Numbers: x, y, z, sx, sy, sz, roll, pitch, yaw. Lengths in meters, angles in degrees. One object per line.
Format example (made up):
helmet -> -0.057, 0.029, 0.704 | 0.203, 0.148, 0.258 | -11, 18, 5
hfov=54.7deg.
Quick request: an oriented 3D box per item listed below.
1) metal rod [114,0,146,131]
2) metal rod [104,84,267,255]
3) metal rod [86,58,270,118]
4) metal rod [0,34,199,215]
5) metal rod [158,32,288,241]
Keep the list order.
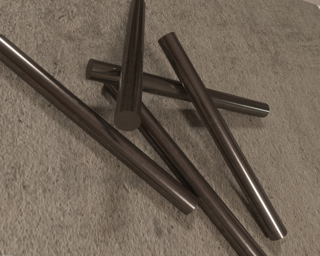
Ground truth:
metal rod -> -0.033, -0.105, 0.398 | 0.025, 0.025, 0.300 | 19, 38, -17
metal rod -> 0.027, 0.048, 0.390 | 0.025, 0.025, 0.300 | -33, 80, -38
metal rod -> 0.045, -0.049, 0.440 | 0.302, 0.025, 0.025 | 9, 58, -31
metal rod -> -0.077, -0.003, 0.365 | 0.300, 0.025, 0.025 | 40, 51, -1
metal rod -> 0.081, 0.010, 0.408 | 0.025, 0.025, 0.299 | -29, 89, -38
